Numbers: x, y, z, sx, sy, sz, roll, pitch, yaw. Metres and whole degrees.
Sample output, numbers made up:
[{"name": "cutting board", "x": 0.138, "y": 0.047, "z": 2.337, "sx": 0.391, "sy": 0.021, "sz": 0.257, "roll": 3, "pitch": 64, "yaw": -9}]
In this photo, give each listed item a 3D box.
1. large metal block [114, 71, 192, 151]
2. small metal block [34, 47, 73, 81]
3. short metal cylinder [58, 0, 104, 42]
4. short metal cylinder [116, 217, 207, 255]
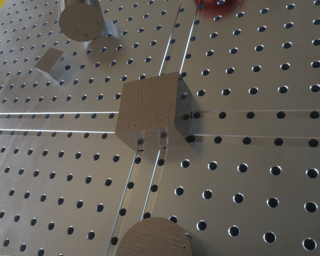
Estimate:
[{"name": "large metal block", "x": -0.006, "y": -0.020, "z": 0.408, "sx": 0.080, "sy": 0.050, "sz": 0.080, "roll": -8, "pitch": 58, "yaw": 24}, {"name": "small metal block", "x": -0.203, "y": -0.123, "z": 0.591, "sx": 0.050, "sy": 0.025, "sz": 0.050, "roll": 25, "pitch": 75, "yaw": 36}, {"name": "short metal cylinder", "x": -0.148, "y": -0.210, "z": 0.580, "sx": 0.080, "sy": 0.080, "sz": 0.050, "roll": -26, "pitch": 53, "yaw": 12}, {"name": "short metal cylinder", "x": 0.003, "y": 0.135, "z": 0.308, "sx": 0.080, "sy": 0.050, "sz": 0.080, "roll": -13, "pitch": 56, "yaw": 21}]
